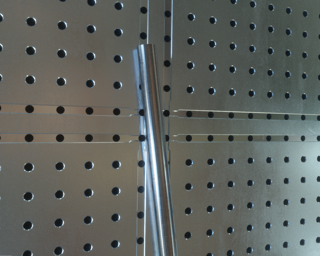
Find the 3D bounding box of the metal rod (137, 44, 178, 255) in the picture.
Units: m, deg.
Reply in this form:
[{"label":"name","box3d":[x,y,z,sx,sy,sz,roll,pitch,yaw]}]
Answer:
[{"label":"metal rod","box3d":[-0.002,0.041,0.412,0.025,0.025,0.298,-7,93,-20]}]
